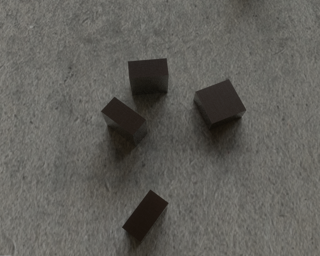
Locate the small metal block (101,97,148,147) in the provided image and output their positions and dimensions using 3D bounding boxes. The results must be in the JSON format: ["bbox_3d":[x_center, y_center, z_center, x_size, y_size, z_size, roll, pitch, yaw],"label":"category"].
[{"bbox_3d":[-0.044,-0.007,0.397,0.050,0.050,0.025,36,74,12],"label":"small metal block"}]

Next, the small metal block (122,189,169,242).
[{"bbox_3d":[-0.016,0.102,0.357,0.025,0.050,0.050,35,74,11],"label":"small metal block"}]

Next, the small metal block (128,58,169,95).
[{"bbox_3d":[-0.015,-0.068,0.420,0.050,0.050,0.025,-5,70,-2],"label":"small metal block"}]

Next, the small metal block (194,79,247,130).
[{"bbox_3d":[0.080,-0.032,0.421,0.050,0.025,0.050,-21,72,-8],"label":"small metal block"}]
